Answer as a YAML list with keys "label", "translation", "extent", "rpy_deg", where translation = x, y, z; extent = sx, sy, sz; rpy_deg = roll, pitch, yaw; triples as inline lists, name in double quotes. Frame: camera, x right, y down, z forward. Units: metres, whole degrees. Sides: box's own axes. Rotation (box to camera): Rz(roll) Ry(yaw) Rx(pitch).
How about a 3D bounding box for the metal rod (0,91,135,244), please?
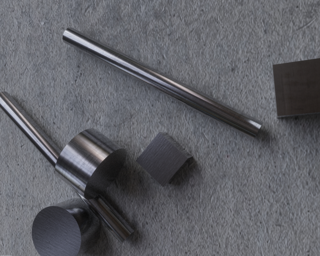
- label: "metal rod"
  translation: [-0.149, 0.050, 0.461]
  extent: [0.300, 0.025, 0.025]
  rpy_deg: [43, 103, 14]

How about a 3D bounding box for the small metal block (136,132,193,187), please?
- label: "small metal block"
  translation: [0.006, 0.040, 0.407]
  extent: [0.050, 0.025, 0.050]
  rpy_deg: [42, 103, 15]

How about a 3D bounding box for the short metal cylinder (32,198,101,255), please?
- label: "short metal cylinder"
  translation: [-0.133, 0.145, 0.442]
  extent: [0.080, 0.050, 0.080]
  rpy_deg: [0, 90, 20]

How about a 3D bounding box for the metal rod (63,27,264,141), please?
- label: "metal rod"
  translation: [-0.009, -0.066, 0.411]
  extent: [0.300, 0.025, 0.025]
  rpy_deg: [29, 100, 17]

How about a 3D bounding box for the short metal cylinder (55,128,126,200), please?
- label: "short metal cylinder"
  translation: [-0.090, 0.047, 0.412]
  extent: [0.050, 0.080, 0.080]
  rpy_deg: [33, 101, 17]

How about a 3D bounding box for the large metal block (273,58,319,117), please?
- label: "large metal block"
  translation: [0.162, -0.040, 0.323]
  extent: [0.080, 0.080, 0.050]
  rpy_deg: [-5, 88, 20]
